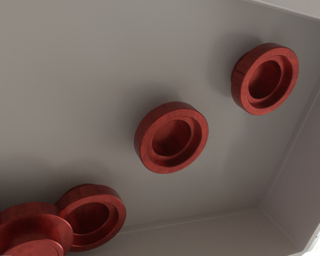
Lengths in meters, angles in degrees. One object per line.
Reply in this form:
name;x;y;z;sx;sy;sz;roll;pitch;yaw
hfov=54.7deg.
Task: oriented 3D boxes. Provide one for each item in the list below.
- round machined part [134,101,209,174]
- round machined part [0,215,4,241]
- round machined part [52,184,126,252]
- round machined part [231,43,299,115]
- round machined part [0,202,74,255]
round machined part;0.011;0.009;0.409;0.099;0.042;0.097;-14;124;-21
round machined part;-0.227;0.110;0.333;0.099;0.042;0.097;-25;136;-27
round machined part;-0.099;0.114;0.414;0.099;0.042;0.097;-14;124;-21
round machined part;0.139;-0.070;0.430;0.099;0.042;0.097;-14;124;-21
round machined part;-0.146;0.134;0.346;0.099;0.042;0.097;-14;125;-21
